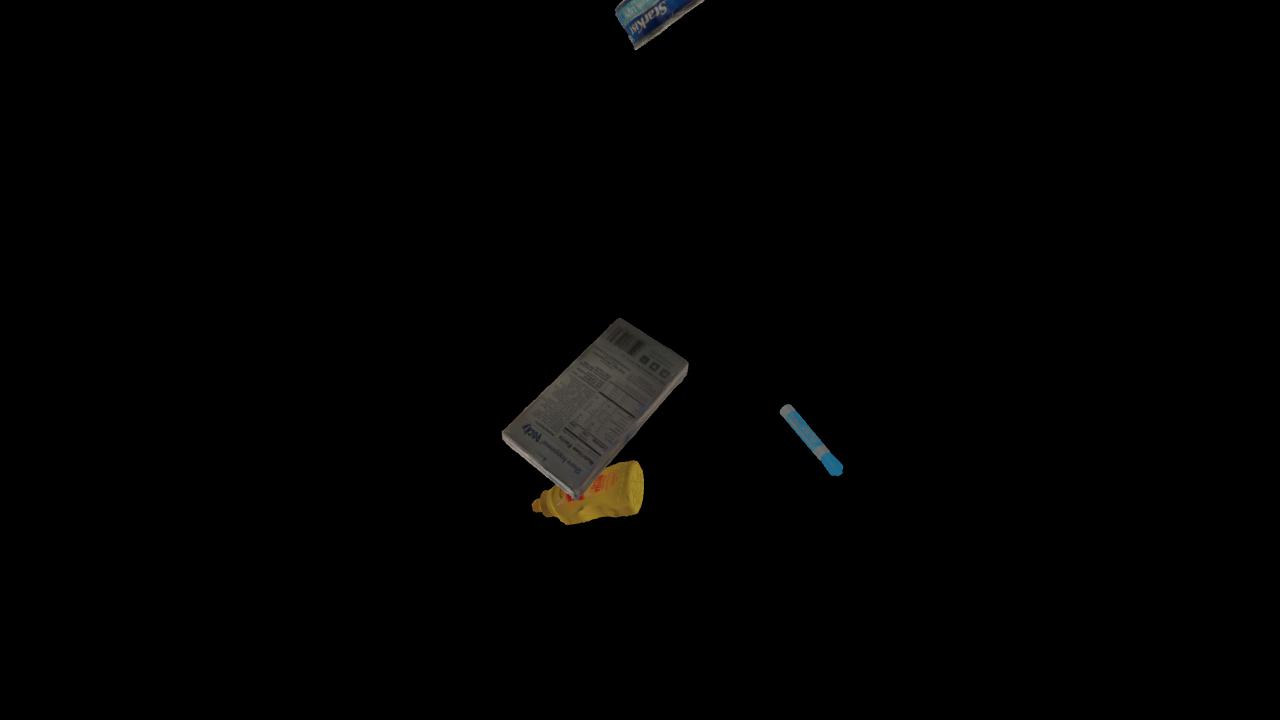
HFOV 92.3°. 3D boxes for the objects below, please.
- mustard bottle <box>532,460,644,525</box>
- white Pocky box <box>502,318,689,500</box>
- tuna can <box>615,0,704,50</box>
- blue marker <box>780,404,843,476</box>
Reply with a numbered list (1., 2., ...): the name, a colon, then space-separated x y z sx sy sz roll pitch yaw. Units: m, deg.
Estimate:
1. mustard bottle: -0.087 0.213 0.959 0.184 0.092 0.054 -15 -49 19
2. white Pocky box: -0.035 0.037 0.532 0.084 0.154 0.028 34 -26 19
3. tuna can: 0.023 -0.279 0.473 0.084 0.034 0.084 -30 23 14
4. blue marker: 0.216 0.100 0.774 0.020 0.020 0.121 0 35 -26
